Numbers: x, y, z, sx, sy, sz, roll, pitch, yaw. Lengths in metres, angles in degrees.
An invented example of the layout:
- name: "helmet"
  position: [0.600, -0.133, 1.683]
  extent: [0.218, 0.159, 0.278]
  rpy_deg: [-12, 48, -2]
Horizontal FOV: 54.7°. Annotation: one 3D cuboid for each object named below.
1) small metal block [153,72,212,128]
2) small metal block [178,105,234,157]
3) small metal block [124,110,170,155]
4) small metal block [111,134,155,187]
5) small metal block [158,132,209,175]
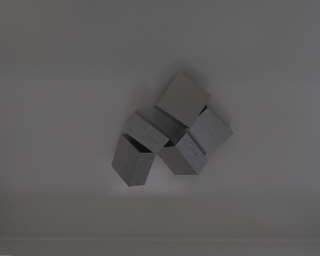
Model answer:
- name: "small metal block"
  position: [0.027, -0.034, 0.389]
  extent: [0.050, 0.025, 0.050]
  rpy_deg: [34, 83, -12]
- name: "small metal block"
  position: [0.060, 0.003, 0.413]
  extent: [0.050, 0.025, 0.050]
  rpy_deg: [42, 105, -14]
- name: "small metal block"
  position: [-0.018, 0.005, 0.396]
  extent: [0.050, 0.050, 0.025]
  rpy_deg: [37, 94, -10]
- name: "small metal block"
  position: [-0.036, 0.041, 0.410]
  extent: [0.025, 0.050, 0.050]
  rpy_deg: [3, 115, -39]
- name: "small metal block"
  position: [0.027, 0.035, 0.409]
  extent: [0.050, 0.050, 0.025]
  rpy_deg: [52, 59, -17]
